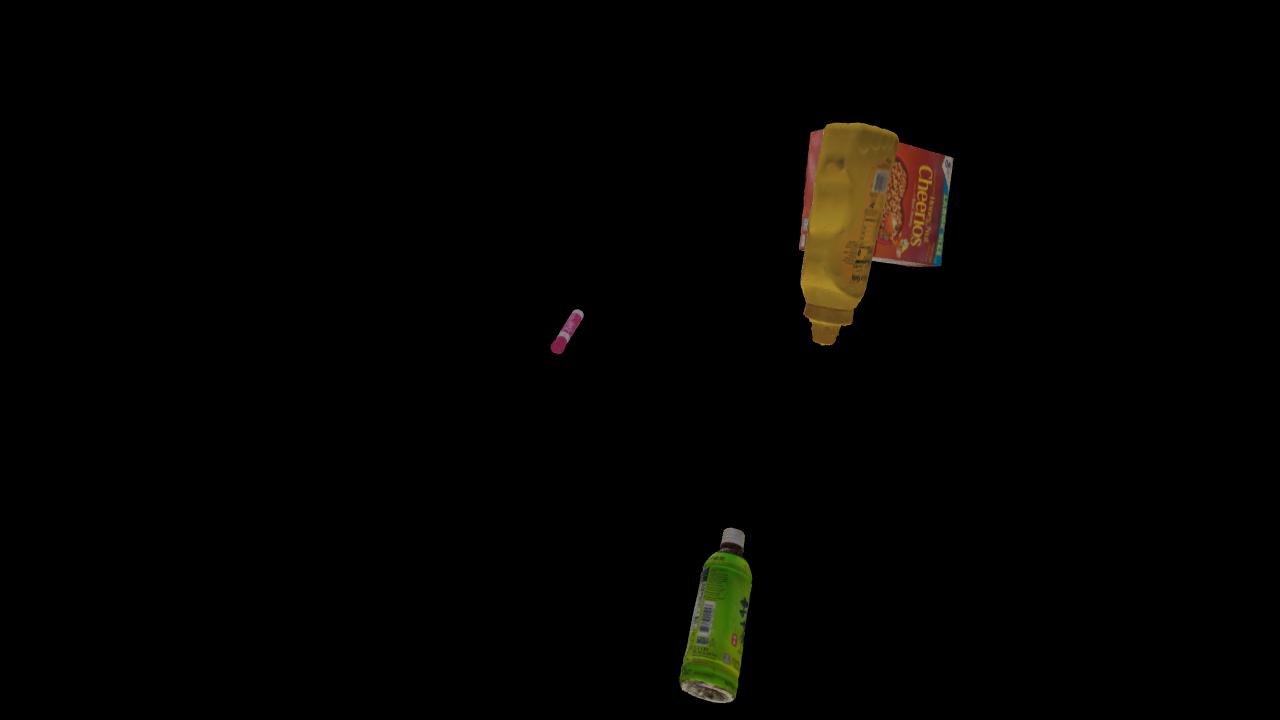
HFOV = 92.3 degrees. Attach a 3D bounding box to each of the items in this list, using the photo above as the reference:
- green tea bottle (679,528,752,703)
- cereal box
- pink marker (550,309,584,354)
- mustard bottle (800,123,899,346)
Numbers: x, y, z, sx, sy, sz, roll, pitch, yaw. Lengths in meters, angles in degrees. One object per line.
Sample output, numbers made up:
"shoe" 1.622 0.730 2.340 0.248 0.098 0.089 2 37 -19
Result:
"green tea bottle" 0.105 0.317 0.791 0.073 0.212 0.073 11 -39 9
"cereal box" 0.425 -0.279 1.090 0.306 0.203 0.081 2 7 -30
"pink marker" -0.104 -0.041 0.882 0.020 0.020 0.121 0 27 10
"mustard bottle" 0.174 -0.102 0.530 0.054 0.184 0.092 15 17 32
